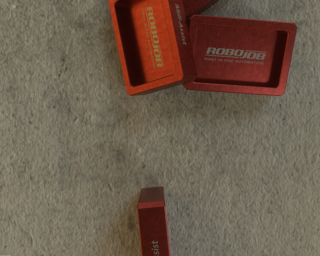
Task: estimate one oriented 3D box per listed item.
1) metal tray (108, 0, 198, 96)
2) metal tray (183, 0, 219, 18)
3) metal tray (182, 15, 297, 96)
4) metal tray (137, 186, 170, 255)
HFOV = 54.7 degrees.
[{"bbox_3d":[-0.011,-0.112,0.382,0.090,0.030,0.129,-11,90,38],"label":"metal tray"},{"bbox_3d":[0.055,-0.211,0.408,0.130,0.030,0.090,-36,90,-1],"label":"metal tray"},{"bbox_3d":[0.097,-0.091,0.393,0.131,0.030,0.089,3,107,-3],"label":"metal tray"},{"bbox_3d":[-0.004,0.144,0.377,0.030,0.090,0.129,-6,90,0],"label":"metal tray"}]
